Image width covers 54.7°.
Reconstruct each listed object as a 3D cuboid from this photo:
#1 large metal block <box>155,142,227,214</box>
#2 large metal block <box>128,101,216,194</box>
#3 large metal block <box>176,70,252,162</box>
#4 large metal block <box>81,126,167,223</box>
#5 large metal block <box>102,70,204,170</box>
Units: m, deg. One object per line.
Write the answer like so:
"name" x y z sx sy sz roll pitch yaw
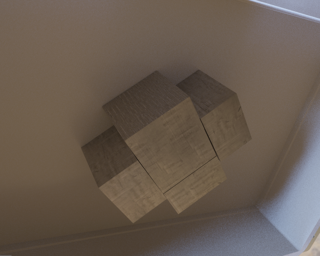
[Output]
"large metal block" 0.030 0.055 0.425 0.080 0.080 0.050 -35 129 -6
"large metal block" 0.010 0.021 0.392 0.080 0.080 0.050 -35 129 -6
"large metal block" 0.064 -0.017 0.398 0.050 0.080 0.080 -35 129 -5
"large metal block" -0.045 0.056 0.383 0.050 0.080 0.080 -35 129 -5
"large metal block" -0.010 -0.012 0.360 0.080 0.080 0.050 -35 129 -6
